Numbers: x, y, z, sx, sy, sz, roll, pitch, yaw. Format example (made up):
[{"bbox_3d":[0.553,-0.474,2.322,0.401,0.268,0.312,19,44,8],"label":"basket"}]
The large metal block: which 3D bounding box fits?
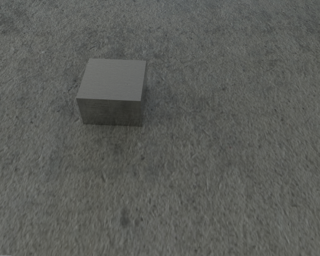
[{"bbox_3d":[-0.062,-0.050,0.428,0.080,0.050,0.080,3,50,2],"label":"large metal block"}]
